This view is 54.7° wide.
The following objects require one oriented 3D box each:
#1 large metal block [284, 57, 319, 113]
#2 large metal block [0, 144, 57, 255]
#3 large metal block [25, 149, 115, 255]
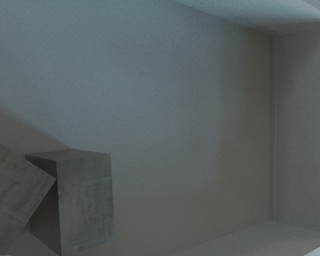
[{"bbox_3d":[0.316,-0.089,0.657,0.080,0.050,0.080,47,62,-30],"label":"large metal block"},{"bbox_3d":[-0.143,0.058,0.251,0.050,0.080,0.080,44,64,-31],"label":"large metal block"},{"bbox_3d":[-0.088,0.065,0.297,0.050,0.080,0.079,-4,93,-40],"label":"large metal block"}]
